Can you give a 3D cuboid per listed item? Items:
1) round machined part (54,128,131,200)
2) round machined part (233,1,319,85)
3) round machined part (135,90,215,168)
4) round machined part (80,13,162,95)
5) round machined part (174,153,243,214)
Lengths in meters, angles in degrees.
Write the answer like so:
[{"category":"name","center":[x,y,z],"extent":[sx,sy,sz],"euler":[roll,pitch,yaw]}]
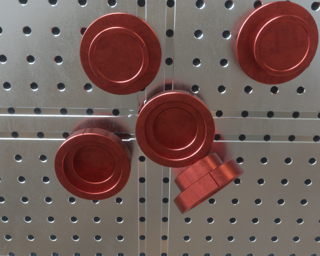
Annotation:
[{"category":"round machined part","center":[-0.088,0.045,0.420],"extent":[0.099,0.042,0.097],"euler":[0,110,-1]},{"category":"round machined part","center":[0.141,-0.099,0.370],"extent":[0.099,0.042,0.097],"euler":[0,110,-1]},{"category":"round machined part","center":[0.020,-0.002,0.401],"extent":[0.099,0.042,0.097],"euler":[1,106,3]},{"category":"round machined part","center":[-0.047,-0.087,0.372],"extent":[0.099,0.042,0.097],"euler":[0,110,-1]},{"category":"round machined part","center":[0.058,0.069,0.410],"extent":[0.098,0.098,0.042],"euler":[-38,72,13]}]
